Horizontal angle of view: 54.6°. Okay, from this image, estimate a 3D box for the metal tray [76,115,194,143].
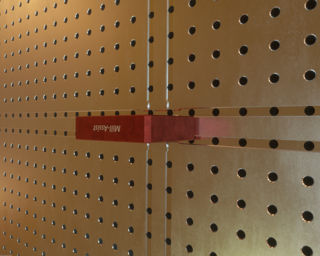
[{"bbox_3d":[-0.033,0.000,0.395,0.130,0.091,0.030,1,91,40],"label":"metal tray"}]
